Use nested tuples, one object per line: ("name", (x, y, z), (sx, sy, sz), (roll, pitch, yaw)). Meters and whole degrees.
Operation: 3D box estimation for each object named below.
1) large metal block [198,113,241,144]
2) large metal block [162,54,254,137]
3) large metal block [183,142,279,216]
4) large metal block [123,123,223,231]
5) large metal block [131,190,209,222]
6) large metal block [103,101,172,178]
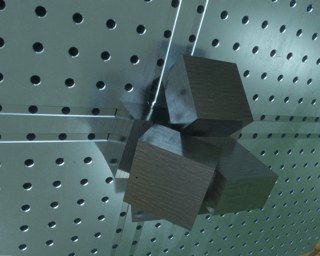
("large metal block", (0.057, 0.021, 0.438), (0.081, 0.050, 0.079), (3, 117, -30))
("large metal block", (0.056, -0.036, 0.374), (0.081, 0.080, 0.050), (2, 156, -29))
("large metal block", (0.085, 0.060, 0.393), (0.081, 0.080, 0.050), (1, 118, -29))
("large metal block", (0.014, 0.051, 0.339), (0.080, 0.050, 0.079), (21, 115, 11))
("large metal block", (0.011, 0.101, 0.436), (0.081, 0.050, 0.080), (2, 162, -29))
("large metal block", (-0.017, 0.017, 0.396), (0.081, 0.050, 0.080), (7, 115, -32))
